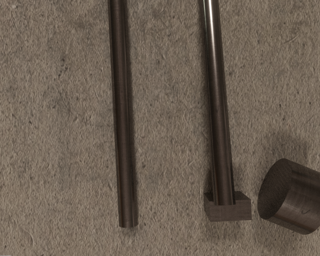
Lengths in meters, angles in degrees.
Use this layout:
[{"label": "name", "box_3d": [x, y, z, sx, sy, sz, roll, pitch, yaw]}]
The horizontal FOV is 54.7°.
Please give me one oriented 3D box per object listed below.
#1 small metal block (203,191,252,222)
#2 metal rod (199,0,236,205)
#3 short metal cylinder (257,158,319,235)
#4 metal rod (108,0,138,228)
[{"label": "small metal block", "box_3d": [0.085, 0.100, 0.399, 0.050, 0.050, 0.025, -3, 90, -1]}, {"label": "metal rod", "box_3d": [0.069, -0.058, 0.386, 0.025, 0.025, 0.298, -3, 80, -1]}, {"label": "short metal cylinder", "box_3d": [0.164, 0.084, 0.385, 0.050, 0.080, 0.080, 22, 90, -1]}, {"label": "metal rod", "box_3d": [-0.049, -0.021, 0.409, 0.025, 0.025, 0.298, -3, 90, -1]}]
